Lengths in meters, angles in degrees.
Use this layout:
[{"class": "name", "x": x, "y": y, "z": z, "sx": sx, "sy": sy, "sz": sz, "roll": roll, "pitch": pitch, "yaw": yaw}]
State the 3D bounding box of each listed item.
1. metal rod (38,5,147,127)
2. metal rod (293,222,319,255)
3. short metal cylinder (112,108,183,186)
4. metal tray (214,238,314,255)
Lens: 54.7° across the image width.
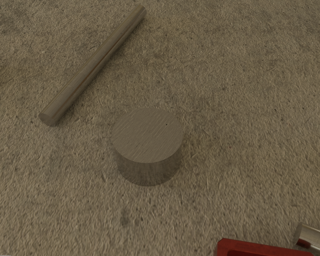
[{"class": "metal rod", "x": -0.093, "y": -0.117, "z": 0.500, "sx": 0.025, "sy": 0.025, "sz": 0.301, "roll": 18, "pitch": 52, "yaw": 14}, {"class": "metal rod", "x": 0.276, "y": 0.156, "z": 0.275, "sx": 0.301, "sy": 0.025, "sz": 0.025, "roll": 20, "pitch": 53, "yaw": 15}, {"class": "short metal cylinder", "x": -0.014, "y": 0.022, "z": 0.368, "sx": 0.081, "sy": 0.050, "sz": 0.080, "roll": 0, "pitch": 50, "yaw": 0}, {"class": "metal tray", "x": 0.089, "y": 0.167, "z": 0.260, "sx": 0.090, "sy": 0.030, "sz": 0.130, "roll": 8, "pitch": 50, "yaw": 6}]
